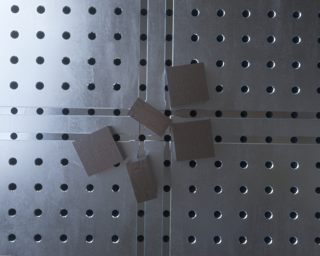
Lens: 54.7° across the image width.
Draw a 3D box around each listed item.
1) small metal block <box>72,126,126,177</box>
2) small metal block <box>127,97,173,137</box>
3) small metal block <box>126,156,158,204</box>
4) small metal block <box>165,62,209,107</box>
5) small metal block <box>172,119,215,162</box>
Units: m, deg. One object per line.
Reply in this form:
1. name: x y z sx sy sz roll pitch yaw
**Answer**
1. small metal block: -0.080 0.030 0.412 0.050 0.025 0.050 -25 90 -1
2. small metal block: -0.012 -0.013 0.401 0.050 0.050 0.025 34 90 -1
3. small metal block: -0.022 0.064 0.401 0.025 0.050 0.050 -17 90 0
4. small metal block: 0.035 -0.057 0.414 0.050 0.025 0.050 -8 90 -1
5. small metal block: 0.044 0.016 0.414 0.050 0.025 0.050 -7 90 -1
